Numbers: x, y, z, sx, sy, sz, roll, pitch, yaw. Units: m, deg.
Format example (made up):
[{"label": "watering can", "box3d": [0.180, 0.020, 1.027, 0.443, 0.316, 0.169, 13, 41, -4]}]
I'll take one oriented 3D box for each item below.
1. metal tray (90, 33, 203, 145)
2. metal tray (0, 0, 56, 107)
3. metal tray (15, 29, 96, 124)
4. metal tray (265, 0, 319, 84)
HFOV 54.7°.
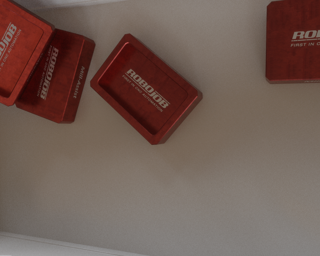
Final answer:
[{"label": "metal tray", "box3d": [-0.020, -0.051, 0.414, 0.130, 0.030, 0.090, 43, 103, 15]}, {"label": "metal tray", "box3d": [-0.216, -0.106, 0.426, 0.090, 0.030, 0.129, 29, 102, -20]}, {"label": "metal tray", "box3d": [-0.158, -0.080, 0.464, 0.090, 0.030, 0.129, 19, 96, 18]}, {"label": "metal tray", "box3d": [0.186, -0.097, 0.342, 0.130, 0.030, 0.089, 1, 90, 20]}]
